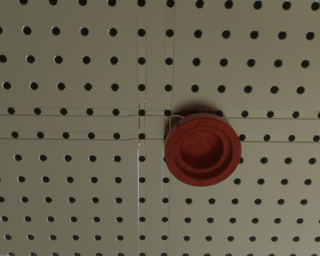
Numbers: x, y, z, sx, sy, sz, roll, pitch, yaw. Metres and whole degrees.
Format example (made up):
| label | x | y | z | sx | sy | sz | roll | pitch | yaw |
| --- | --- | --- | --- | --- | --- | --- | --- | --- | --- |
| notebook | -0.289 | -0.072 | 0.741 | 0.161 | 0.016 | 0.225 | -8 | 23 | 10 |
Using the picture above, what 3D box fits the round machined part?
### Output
| label | x | y | z | sx | sy | sz | roll | pitch | yaw |
| --- | --- | --- | --- | --- | --- | --- | --- | --- | --- |
| round machined part | 0.055 | 0.026 | 0.415 | 0.099 | 0.042 | 0.097 | 0 | 110 | -1 |
